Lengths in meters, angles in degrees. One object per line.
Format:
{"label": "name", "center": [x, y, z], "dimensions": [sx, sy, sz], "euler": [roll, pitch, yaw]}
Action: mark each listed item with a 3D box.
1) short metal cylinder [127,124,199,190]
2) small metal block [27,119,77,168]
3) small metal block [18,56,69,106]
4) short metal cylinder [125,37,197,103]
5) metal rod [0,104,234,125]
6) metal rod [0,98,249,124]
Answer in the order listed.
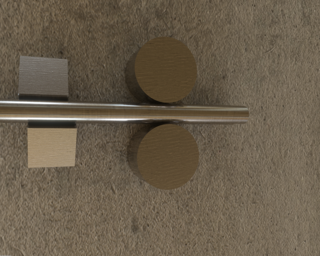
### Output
{"label": "short metal cylinder", "center": [0.003, 0.035, 0.398], "dimensions": [0.081, 0.050, 0.079], "euler": [0, 90, -20]}
{"label": "small metal block", "center": [-0.123, 0.017, 0.354], "dimensions": [0.050, 0.025, 0.050], "euler": [0, 117, -21]}
{"label": "small metal block", "center": [-0.131, -0.052, 0.352], "dimensions": [0.050, 0.025, 0.050], "euler": [0, 63, -20]}
{"label": "short metal cylinder", "center": [0.000, -0.070, 0.397], "dimensions": [0.081, 0.050, 0.079], "euler": [0, 90, -20]}
{"label": "metal rod", "center": [-0.037, -0.018, 0.397], "dimensions": [0.303, 0.025, 0.025], "euler": [0, 90, -20]}
{"label": "metal rod", "center": [-0.027, -0.018, 0.374], "dimensions": [0.303, 0.025, 0.025], "euler": [0, 90, -20]}
